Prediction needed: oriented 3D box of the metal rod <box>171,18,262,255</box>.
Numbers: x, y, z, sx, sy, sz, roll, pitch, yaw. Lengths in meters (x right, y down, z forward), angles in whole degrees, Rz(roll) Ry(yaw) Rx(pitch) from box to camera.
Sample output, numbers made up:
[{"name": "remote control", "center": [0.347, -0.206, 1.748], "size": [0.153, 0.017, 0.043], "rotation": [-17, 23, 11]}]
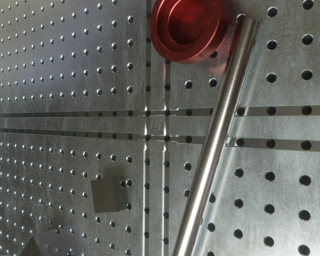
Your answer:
[{"name": "metal rod", "center": [0.060, 0.028, 0.358], "size": [0.025, 0.025, 0.298], "rotation": [23, 104, 37]}]

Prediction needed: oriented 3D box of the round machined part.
[{"name": "round machined part", "center": [0.038, -0.124, 0.365], "size": [0.098, 0.042, 0.097], "rotation": [0, 90, 39]}]

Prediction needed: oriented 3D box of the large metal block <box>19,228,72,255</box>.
[{"name": "large metal block", "center": [-0.205, 0.243, 0.559], "size": [0.080, 0.050, 0.080], "rotation": [52, 120, 27]}]

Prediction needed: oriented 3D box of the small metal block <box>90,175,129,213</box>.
[{"name": "small metal block", "center": [-0.077, 0.101, 0.470], "size": [0.050, 0.025, 0.050], "rotation": [-16, 80, 38]}]
